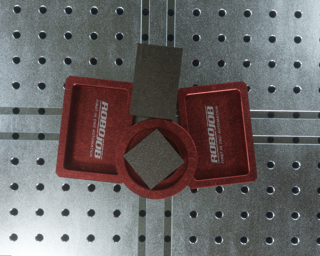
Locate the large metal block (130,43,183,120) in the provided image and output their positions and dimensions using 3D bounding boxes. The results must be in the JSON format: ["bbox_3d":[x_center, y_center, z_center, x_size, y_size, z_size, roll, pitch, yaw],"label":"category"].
[{"bbox_3d":[-0.004,-0.052,0.382,0.050,0.080,0.080,6,90,0],"label":"large metal block"}]

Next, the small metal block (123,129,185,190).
[{"bbox_3d":[-0.007,0.036,0.367,0.050,0.025,0.050,-39,90,0],"label":"small metal block"}]

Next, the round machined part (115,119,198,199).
[{"bbox_3d":[-0.004,0.037,0.392,0.099,0.042,0.097,0,90,0],"label":"round machined part"}]

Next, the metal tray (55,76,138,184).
[{"bbox_3d":[-0.081,0.002,0.406,0.091,0.030,0.129,6,90,0],"label":"metal tray"}]

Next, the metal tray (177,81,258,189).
[{"bbox_3d":[0.072,0.009,0.407,0.091,0.030,0.129,-6,90,0],"label":"metal tray"}]
